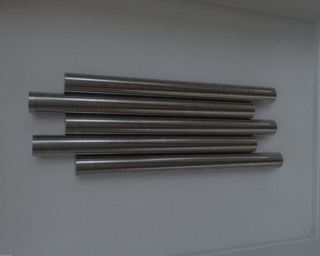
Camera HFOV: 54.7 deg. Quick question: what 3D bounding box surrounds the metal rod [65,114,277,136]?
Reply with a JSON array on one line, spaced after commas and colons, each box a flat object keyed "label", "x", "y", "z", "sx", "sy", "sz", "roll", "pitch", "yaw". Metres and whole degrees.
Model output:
[{"label": "metal rod", "x": 0.029, "y": -0.002, "z": 0.421, "sx": 0.303, "sy": 0.025, "sz": 0.025, "roll": 1, "pitch": 90, "yaw": -21}]

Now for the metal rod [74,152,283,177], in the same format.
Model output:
[{"label": "metal rod", "x": 0.040, "y": 0.048, "z": 0.425, "sx": 0.303, "sy": 0.025, "sz": 0.025, "roll": 1, "pitch": 90, "yaw": -21}]

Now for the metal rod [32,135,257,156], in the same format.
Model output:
[{"label": "metal rod", "x": -0.004, "y": 0.022, "z": 0.408, "sx": 0.303, "sy": 0.025, "sz": 0.025, "roll": 1, "pitch": 90, "yaw": -21}]

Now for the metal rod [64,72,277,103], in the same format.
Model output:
[{"label": "metal rod", "x": 0.028, "y": -0.052, "z": 0.420, "sx": 0.303, "sy": 0.025, "sz": 0.025, "roll": 1, "pitch": 90, "yaw": -21}]

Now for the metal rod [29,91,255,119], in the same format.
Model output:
[{"label": "metal rod", "x": -0.008, "y": -0.028, "z": 0.407, "sx": 0.303, "sy": 0.025, "sz": 0.025, "roll": 1, "pitch": 90, "yaw": -21}]
